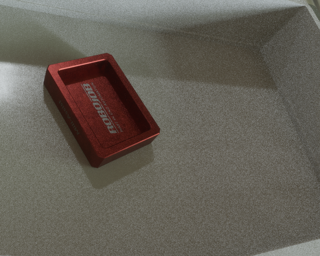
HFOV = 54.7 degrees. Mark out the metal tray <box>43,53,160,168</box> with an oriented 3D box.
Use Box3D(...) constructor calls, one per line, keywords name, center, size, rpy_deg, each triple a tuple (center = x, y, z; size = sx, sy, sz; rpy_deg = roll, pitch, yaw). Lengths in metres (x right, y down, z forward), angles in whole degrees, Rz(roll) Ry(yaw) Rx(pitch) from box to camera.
Box3D(name="metal tray", center=(-0.071, -0.027, 0.381), size=(0.091, 0.030, 0.130), rpy_deg=(-24, 75, -37))
